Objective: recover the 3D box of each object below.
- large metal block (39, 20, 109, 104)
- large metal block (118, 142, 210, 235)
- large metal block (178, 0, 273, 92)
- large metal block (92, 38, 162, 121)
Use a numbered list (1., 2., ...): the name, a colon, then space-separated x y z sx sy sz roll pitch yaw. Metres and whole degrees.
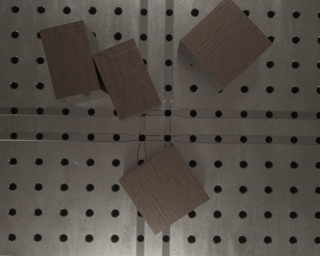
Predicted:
1. large metal block: -0.101 -0.076 0.385 0.050 0.080 0.080 -14 90 0
2. large metal block: 0.005 0.075 0.401 0.080 0.050 0.080 -34 90 0
3. large metal block: 0.081 -0.105 0.402 0.080 0.050 0.080 -43 91 0
4. large metal block: -0.037 -0.055 0.385 0.050 0.080 0.080 -23 90 0
